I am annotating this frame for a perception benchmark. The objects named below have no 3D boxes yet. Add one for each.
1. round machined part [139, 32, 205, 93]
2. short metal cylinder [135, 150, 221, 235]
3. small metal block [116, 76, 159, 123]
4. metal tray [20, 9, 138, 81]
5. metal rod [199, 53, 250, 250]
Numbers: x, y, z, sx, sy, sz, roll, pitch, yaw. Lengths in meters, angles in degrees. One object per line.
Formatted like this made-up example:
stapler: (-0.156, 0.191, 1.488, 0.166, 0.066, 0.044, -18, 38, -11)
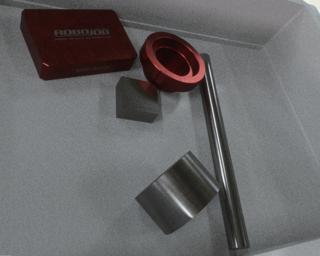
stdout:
round machined part: (0.014, -0.091, 0.456, 0.099, 0.042, 0.098, 17, 50, -22)
short metal cylinder: (0.019, 0.070, 0.340, 0.050, 0.080, 0.081, 49, 51, 6)
small metal block: (-0.031, -0.037, 0.413, 0.050, 0.025, 0.050, 9, 58, -24)
metal tray: (-0.106, -0.116, 0.417, 0.131, 0.030, 0.090, -15, 70, -34)
metal rod: (0.083, 0.014, 0.443, 0.025, 0.025, 0.299, 9, 58, -24)
